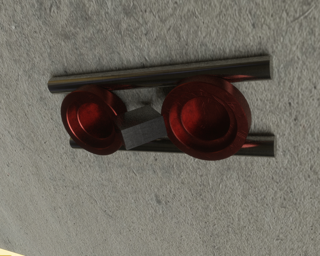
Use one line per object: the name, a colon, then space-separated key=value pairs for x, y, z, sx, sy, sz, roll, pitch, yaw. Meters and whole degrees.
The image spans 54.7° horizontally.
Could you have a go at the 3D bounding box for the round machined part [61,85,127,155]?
round machined part: x=-0.083 y=-0.014 z=0.427 sx=0.098 sy=0.042 sz=0.097 roll=13 pitch=124 yaw=21

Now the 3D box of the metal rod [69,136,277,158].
metal rod: x=-0.002 y=0.021 z=0.422 sx=0.300 sy=0.025 sz=0.025 roll=0 pitch=119 yaw=28

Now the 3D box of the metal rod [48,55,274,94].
metal rod: x=-0.021 y=-0.061 z=0.381 sx=0.300 sy=0.025 sz=0.025 roll=0 pitch=119 yaw=28

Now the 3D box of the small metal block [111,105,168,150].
small metal block: x=-0.026 y=-0.002 z=0.370 sx=0.050 sy=0.050 sz=0.025 roll=-138 pitch=31 yaw=-61

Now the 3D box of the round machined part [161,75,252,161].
round machined part: x=0.054 y=-0.014 z=0.353 sx=0.098 sy=0.042 sz=0.097 roll=13 pitch=124 yaw=21
